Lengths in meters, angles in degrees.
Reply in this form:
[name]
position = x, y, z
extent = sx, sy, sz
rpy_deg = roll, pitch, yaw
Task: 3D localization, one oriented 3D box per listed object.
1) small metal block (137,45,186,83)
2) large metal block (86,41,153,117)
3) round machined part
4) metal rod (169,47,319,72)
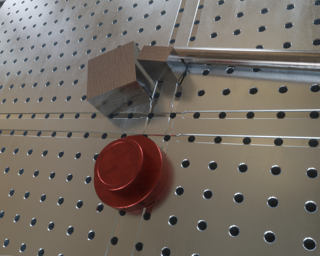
[small metal block]
position = 0.003, -0.092, 0.447
extent = 0.050, 0.050, 0.025
rpy_deg = 12, 68, 33
[large metal block]
position = -0.062, -0.073, 0.470
extent = 0.080, 0.050, 0.080
rpy_deg = -19, 55, 17
[round machined part]
position = -0.042, 0.052, 0.388
extent = 0.098, 0.042, 0.098
rpy_deg = -13, 56, 21
[metal rod]
position = 0.133, -0.087, 0.391
extent = 0.300, 0.025, 0.025
rpy_deg = 11, 67, 32
